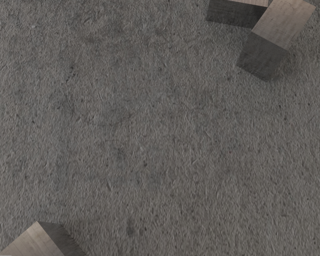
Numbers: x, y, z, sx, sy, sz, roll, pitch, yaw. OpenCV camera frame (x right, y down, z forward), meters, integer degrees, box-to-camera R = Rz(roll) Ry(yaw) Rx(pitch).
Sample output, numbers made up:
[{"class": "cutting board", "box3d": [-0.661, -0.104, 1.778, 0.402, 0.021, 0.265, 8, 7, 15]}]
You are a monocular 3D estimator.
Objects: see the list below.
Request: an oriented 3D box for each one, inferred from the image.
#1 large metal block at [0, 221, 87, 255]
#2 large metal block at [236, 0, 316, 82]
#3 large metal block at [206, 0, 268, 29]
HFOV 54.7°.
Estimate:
[{"class": "large metal block", "box3d": [-0.132, 0.147, 0.324, 0.080, 0.080, 0.050, -42, 75, -14]}, {"class": "large metal block", "box3d": [0.156, -0.123, 0.425, 0.050, 0.080, 0.080, 33, 73, 11]}, {"class": "large metal block", "box3d": [0.119, -0.204, 0.470, 0.080, 0.050, 0.080, 12, 70, 4]}]
